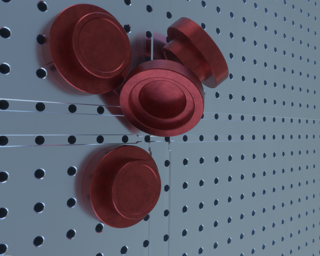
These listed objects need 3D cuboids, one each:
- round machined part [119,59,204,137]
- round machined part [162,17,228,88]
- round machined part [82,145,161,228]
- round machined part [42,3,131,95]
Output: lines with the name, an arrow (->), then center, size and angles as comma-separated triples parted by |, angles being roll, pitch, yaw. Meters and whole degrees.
round machined part -> 0.004, -0.039, 0.373 | 0.098, 0.098, 0.042 | 50, 31, -29
round machined part -> 0.039, -0.089, 0.401 | 0.042, 0.098, 0.098 | -40, 117, -3
round machined part -> -0.037, 0.069, 0.366 | 0.099, 0.042, 0.097 | 0, 90, -40
round machined part -> -0.071, -0.086, 0.337 | 0.099, 0.042, 0.097 | 0, 90, -40
